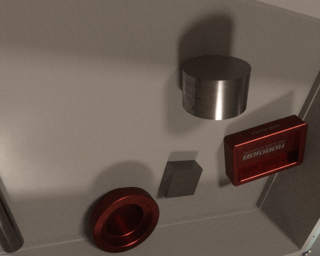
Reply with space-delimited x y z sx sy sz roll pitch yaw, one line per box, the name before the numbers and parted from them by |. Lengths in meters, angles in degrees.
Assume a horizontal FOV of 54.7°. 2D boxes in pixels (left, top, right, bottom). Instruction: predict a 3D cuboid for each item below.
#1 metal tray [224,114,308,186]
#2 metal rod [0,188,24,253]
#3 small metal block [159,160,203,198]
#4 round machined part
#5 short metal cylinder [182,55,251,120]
metal tray | 0.174 0.038 0.512 0.131 0.030 0.089 -17 126 -7
metal rod | -0.196 0.026 0.317 0.025 0.025 0.298 -17 125 -19
small metal block | 0.032 0.078 0.477 0.050 0.025 0.050 1 118 -29
round machined part | -0.054 0.125 0.444 0.099 0.042 0.097 -13 119 -25
short metal cylinder | 0.068 -0.052 0.380 0.081 0.080 0.050 -16 125 -20
